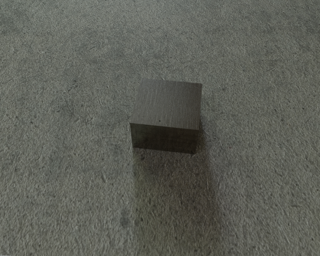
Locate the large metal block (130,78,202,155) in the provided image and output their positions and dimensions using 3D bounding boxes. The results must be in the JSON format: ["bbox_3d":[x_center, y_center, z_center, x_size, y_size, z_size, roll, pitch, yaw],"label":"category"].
[{"bbox_3d":[0.010,-0.016,0.402,0.080,0.050,0.080,6,50,4],"label":"large metal block"}]
